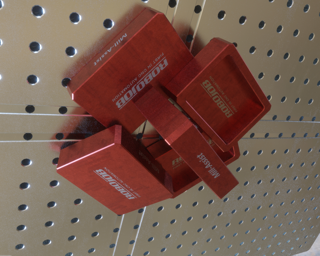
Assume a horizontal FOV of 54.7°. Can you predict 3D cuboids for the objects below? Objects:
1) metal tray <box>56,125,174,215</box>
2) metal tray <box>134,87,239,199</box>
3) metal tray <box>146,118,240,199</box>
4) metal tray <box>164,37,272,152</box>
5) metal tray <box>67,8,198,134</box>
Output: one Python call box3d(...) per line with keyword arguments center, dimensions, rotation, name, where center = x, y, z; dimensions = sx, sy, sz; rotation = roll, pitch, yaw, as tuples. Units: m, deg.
box3d(center=(-0.052, 0.059, 0.393), dimensions=(0.090, 0.030, 0.130), rotation=(-24, 132, 18), name="metal tray")
box3d(center=(0.032, 0.019, 0.360), dimensions=(0.030, 0.090, 0.130), rotation=(-42, 130, 0), name="metal tray")
box3d(center=(0.052, 0.038, 0.460), dimensions=(0.131, 0.030, 0.090), rotation=(-30, 129, -10), name="metal tray")
box3d(center=(0.077, -0.036, 0.390), dimensions=(0.090, 0.030, 0.130), rotation=(-45, 130, 3), name="metal tray")
box3d(center=(-0.028, -0.059, 0.356), dimensions=(0.130, 0.030, 0.090), rotation=(-43, 130, 1), name="metal tray")
